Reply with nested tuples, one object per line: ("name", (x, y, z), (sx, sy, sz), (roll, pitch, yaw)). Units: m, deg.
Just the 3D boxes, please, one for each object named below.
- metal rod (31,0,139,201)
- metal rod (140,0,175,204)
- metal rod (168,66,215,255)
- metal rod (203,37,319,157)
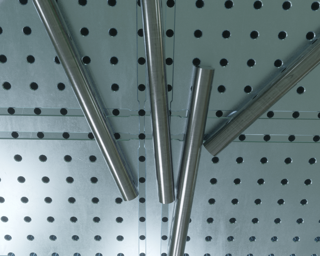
("metal rod", (-0.092, -0.034, 0.399), (0.025, 0.025, 0.298), (-18, 109, 6))
("metal rod", (-0.002, -0.036, 0.400), (0.025, 0.025, 0.298), (-4, 110, 1))
("metal rod", (0.041, 0.064, 0.437), (0.025, 0.025, 0.298), (6, 110, -3))
("metal rod", (0.172, -0.071, 0.389), (0.025, 0.025, 0.299), (42, 104, -14))
